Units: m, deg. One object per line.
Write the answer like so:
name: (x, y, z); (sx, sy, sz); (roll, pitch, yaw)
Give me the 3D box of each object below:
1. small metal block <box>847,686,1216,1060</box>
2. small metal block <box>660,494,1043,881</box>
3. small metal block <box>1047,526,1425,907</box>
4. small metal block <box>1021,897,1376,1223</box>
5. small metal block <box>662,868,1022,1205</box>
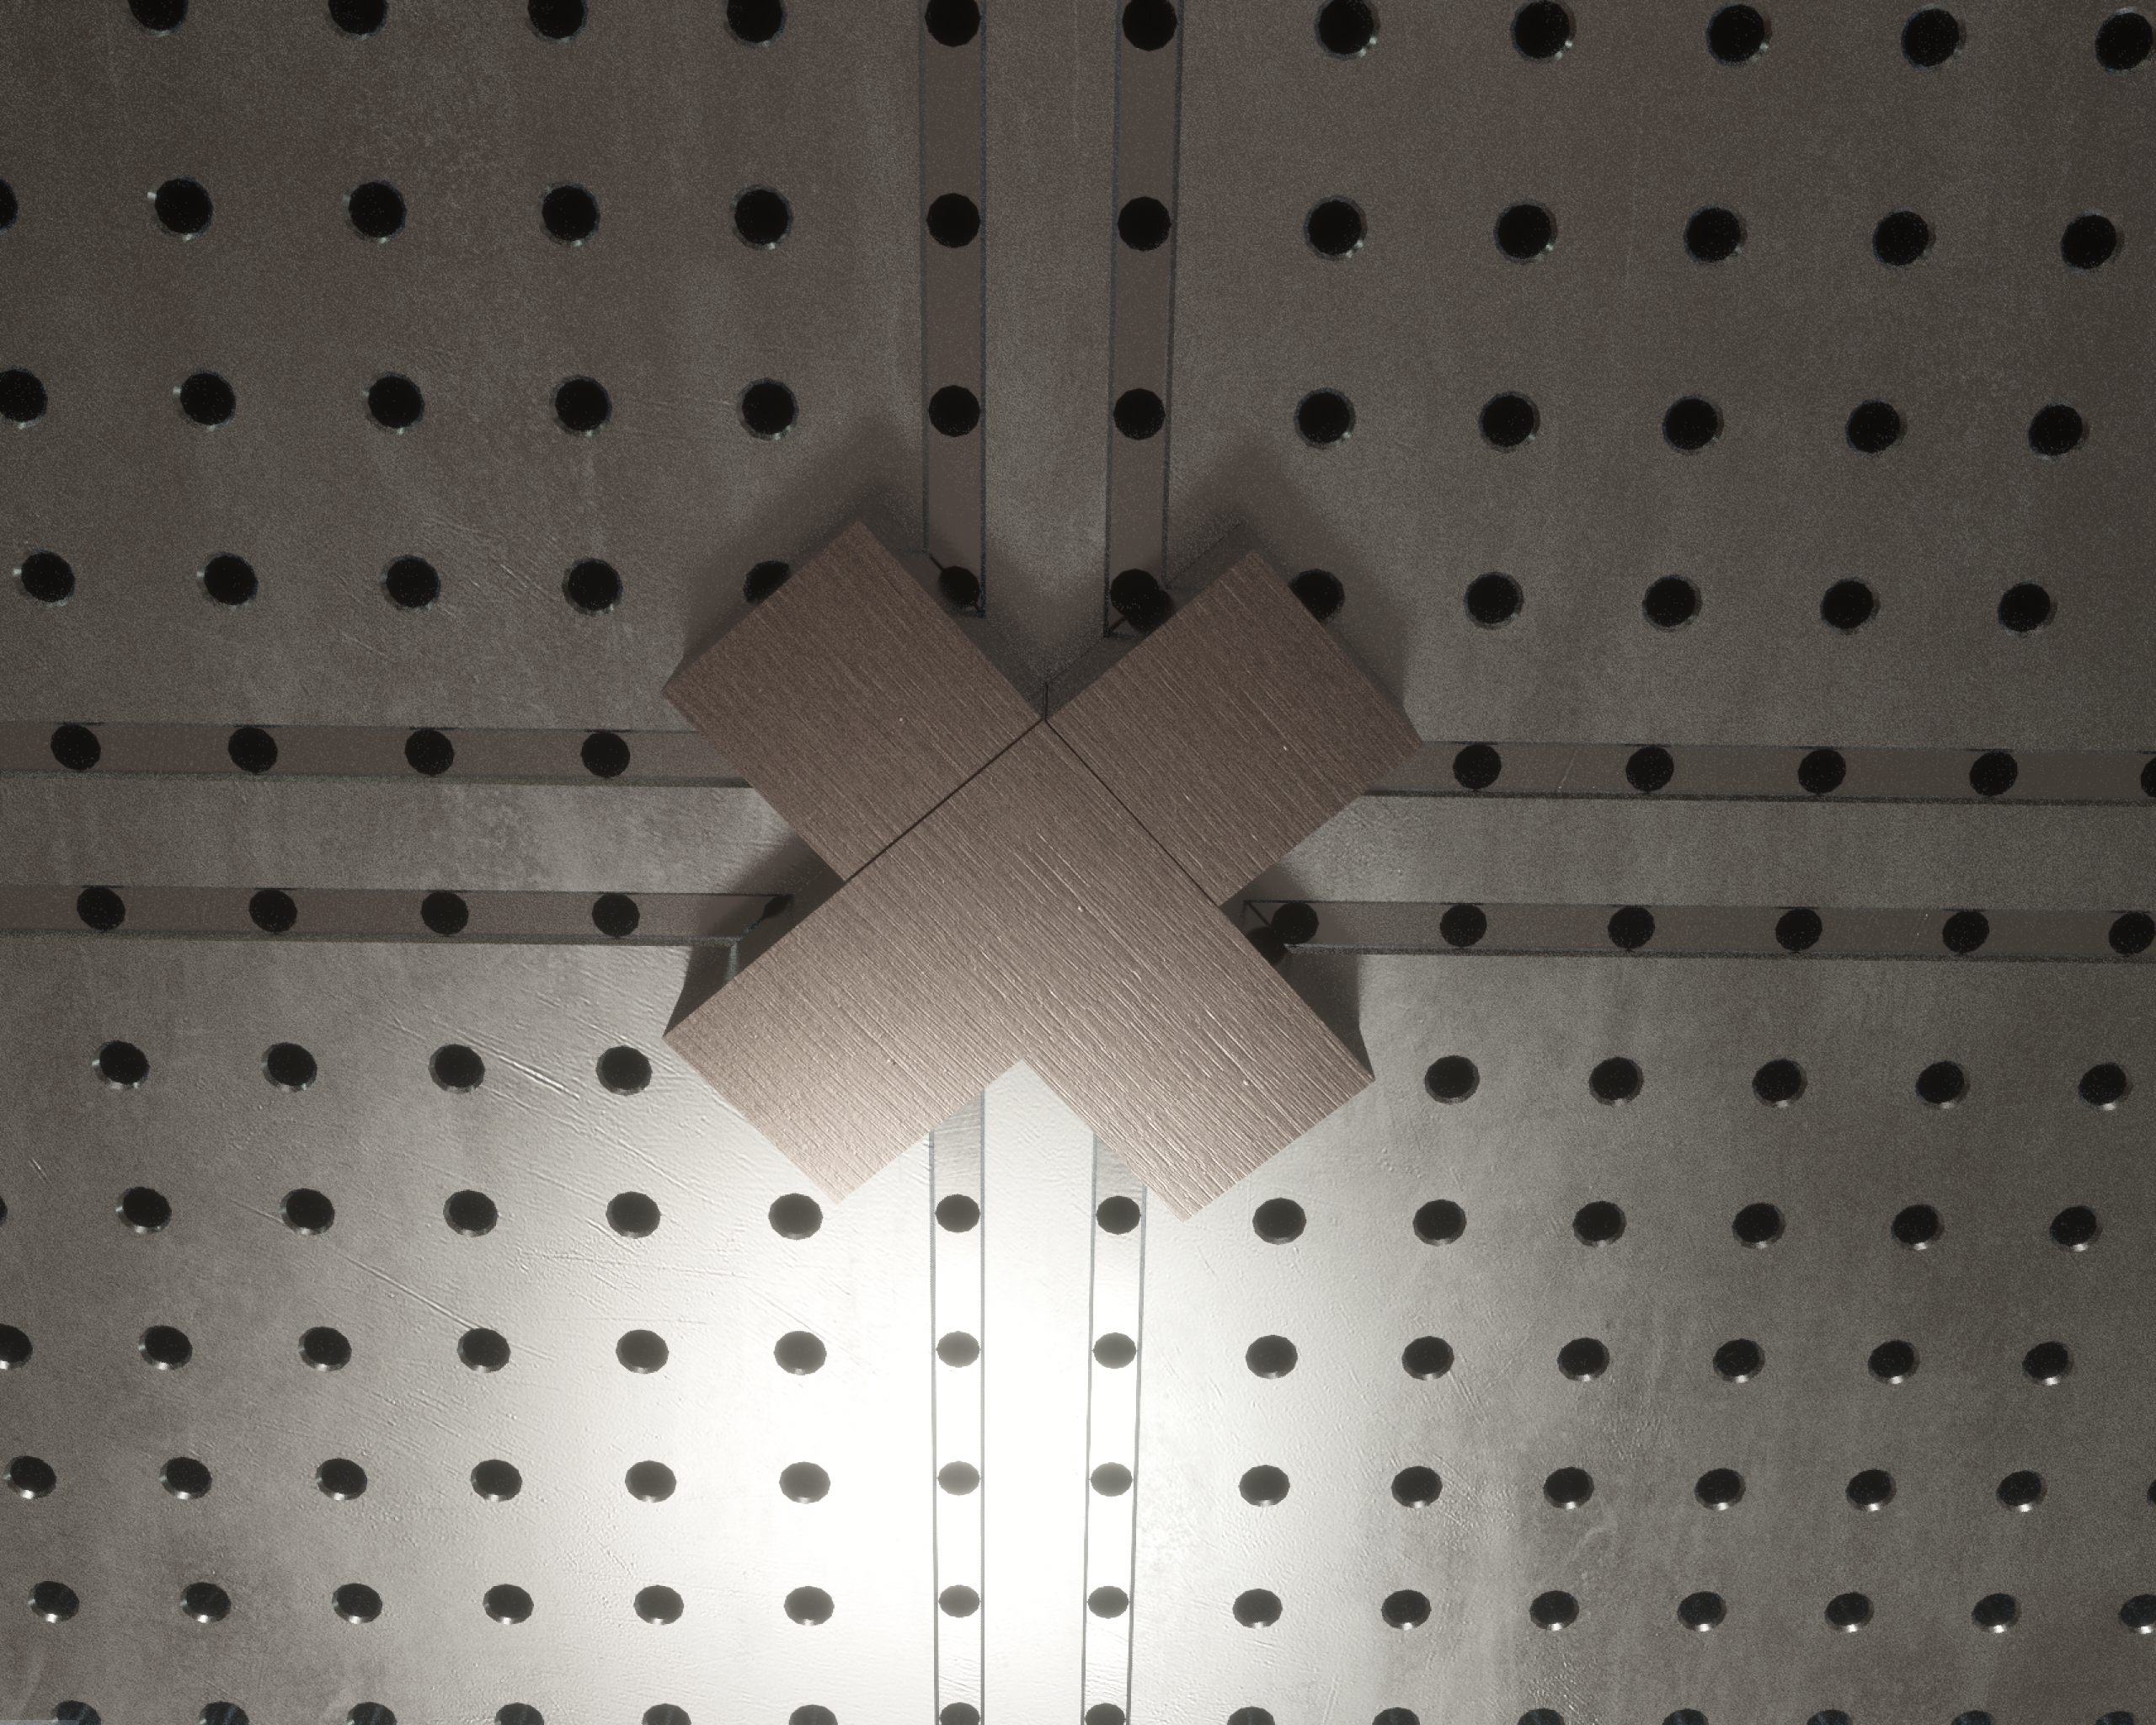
small metal block: (-0.009, 0.002, 0.413); (0.050, 0.025, 0.050); (-39, 106, 13)
small metal block: (-0.042, -0.034, 0.400); (0.050, 0.025, 0.050); (-39, 106, 13)
small metal block: (0.030, -0.029, 0.403); (0.050, 0.025, 0.050); (-39, 106, 13)
small metal block: (0.024, 0.037, 0.427); (0.050, 0.025, 0.050); (-39, 106, 13)
small metal block: (-0.047, 0.033, 0.425); (0.050, 0.025, 0.050); (-39, 106, 13)
